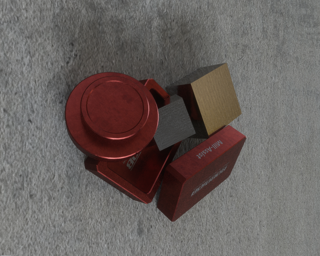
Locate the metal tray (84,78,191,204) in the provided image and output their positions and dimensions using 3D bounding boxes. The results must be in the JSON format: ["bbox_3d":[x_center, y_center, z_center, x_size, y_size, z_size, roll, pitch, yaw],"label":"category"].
[{"bbox_3d":[-0.021,0.015,0.384,0.090,0.030,0.130,42,64,-32],"label":"metal tray"}]

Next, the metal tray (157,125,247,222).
[{"bbox_3d":[0.057,0.060,0.421,0.131,0.030,0.089,-29,144,-36],"label":"metal tray"}]

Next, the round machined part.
[{"bbox_3d":[-0.049,-0.016,0.327,0.099,0.042,0.098,4,72,-14],"label":"round machined part"}]

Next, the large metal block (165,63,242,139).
[{"bbox_3d":[0.064,-0.039,0.444,0.081,0.050,0.080,-34,111,-35],"label":"large metal block"}]

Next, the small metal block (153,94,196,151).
[{"bbox_3d":[0.010,-0.007,0.385,0.050,0.025,0.050,-26,111,-8],"label":"small metal block"}]
